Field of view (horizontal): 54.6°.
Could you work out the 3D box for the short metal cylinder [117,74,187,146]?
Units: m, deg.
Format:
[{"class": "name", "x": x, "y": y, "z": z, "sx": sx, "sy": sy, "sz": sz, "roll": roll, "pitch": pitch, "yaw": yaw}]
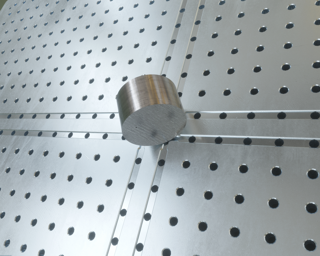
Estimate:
[{"class": "short metal cylinder", "x": -0.012, "y": -0.021, "z": 0.392, "sx": 0.080, "sy": 0.080, "sz": 0.050, "roll": -25, "pitch": 52, "yaw": 13}]
